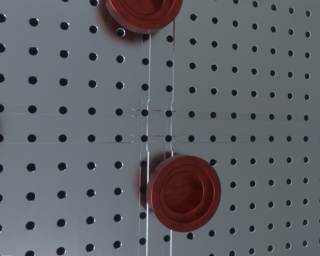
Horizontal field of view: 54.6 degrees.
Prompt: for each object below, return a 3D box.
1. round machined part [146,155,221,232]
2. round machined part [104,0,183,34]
[{"bbox_3d":[0.028,0.084,0.414,0.099,0.042,0.097,0,90,-20],"label":"round machined part"},{"bbox_3d":[-0.024,-0.168,0.394,0.099,0.042,0.097,0,90,-20],"label":"round machined part"}]
